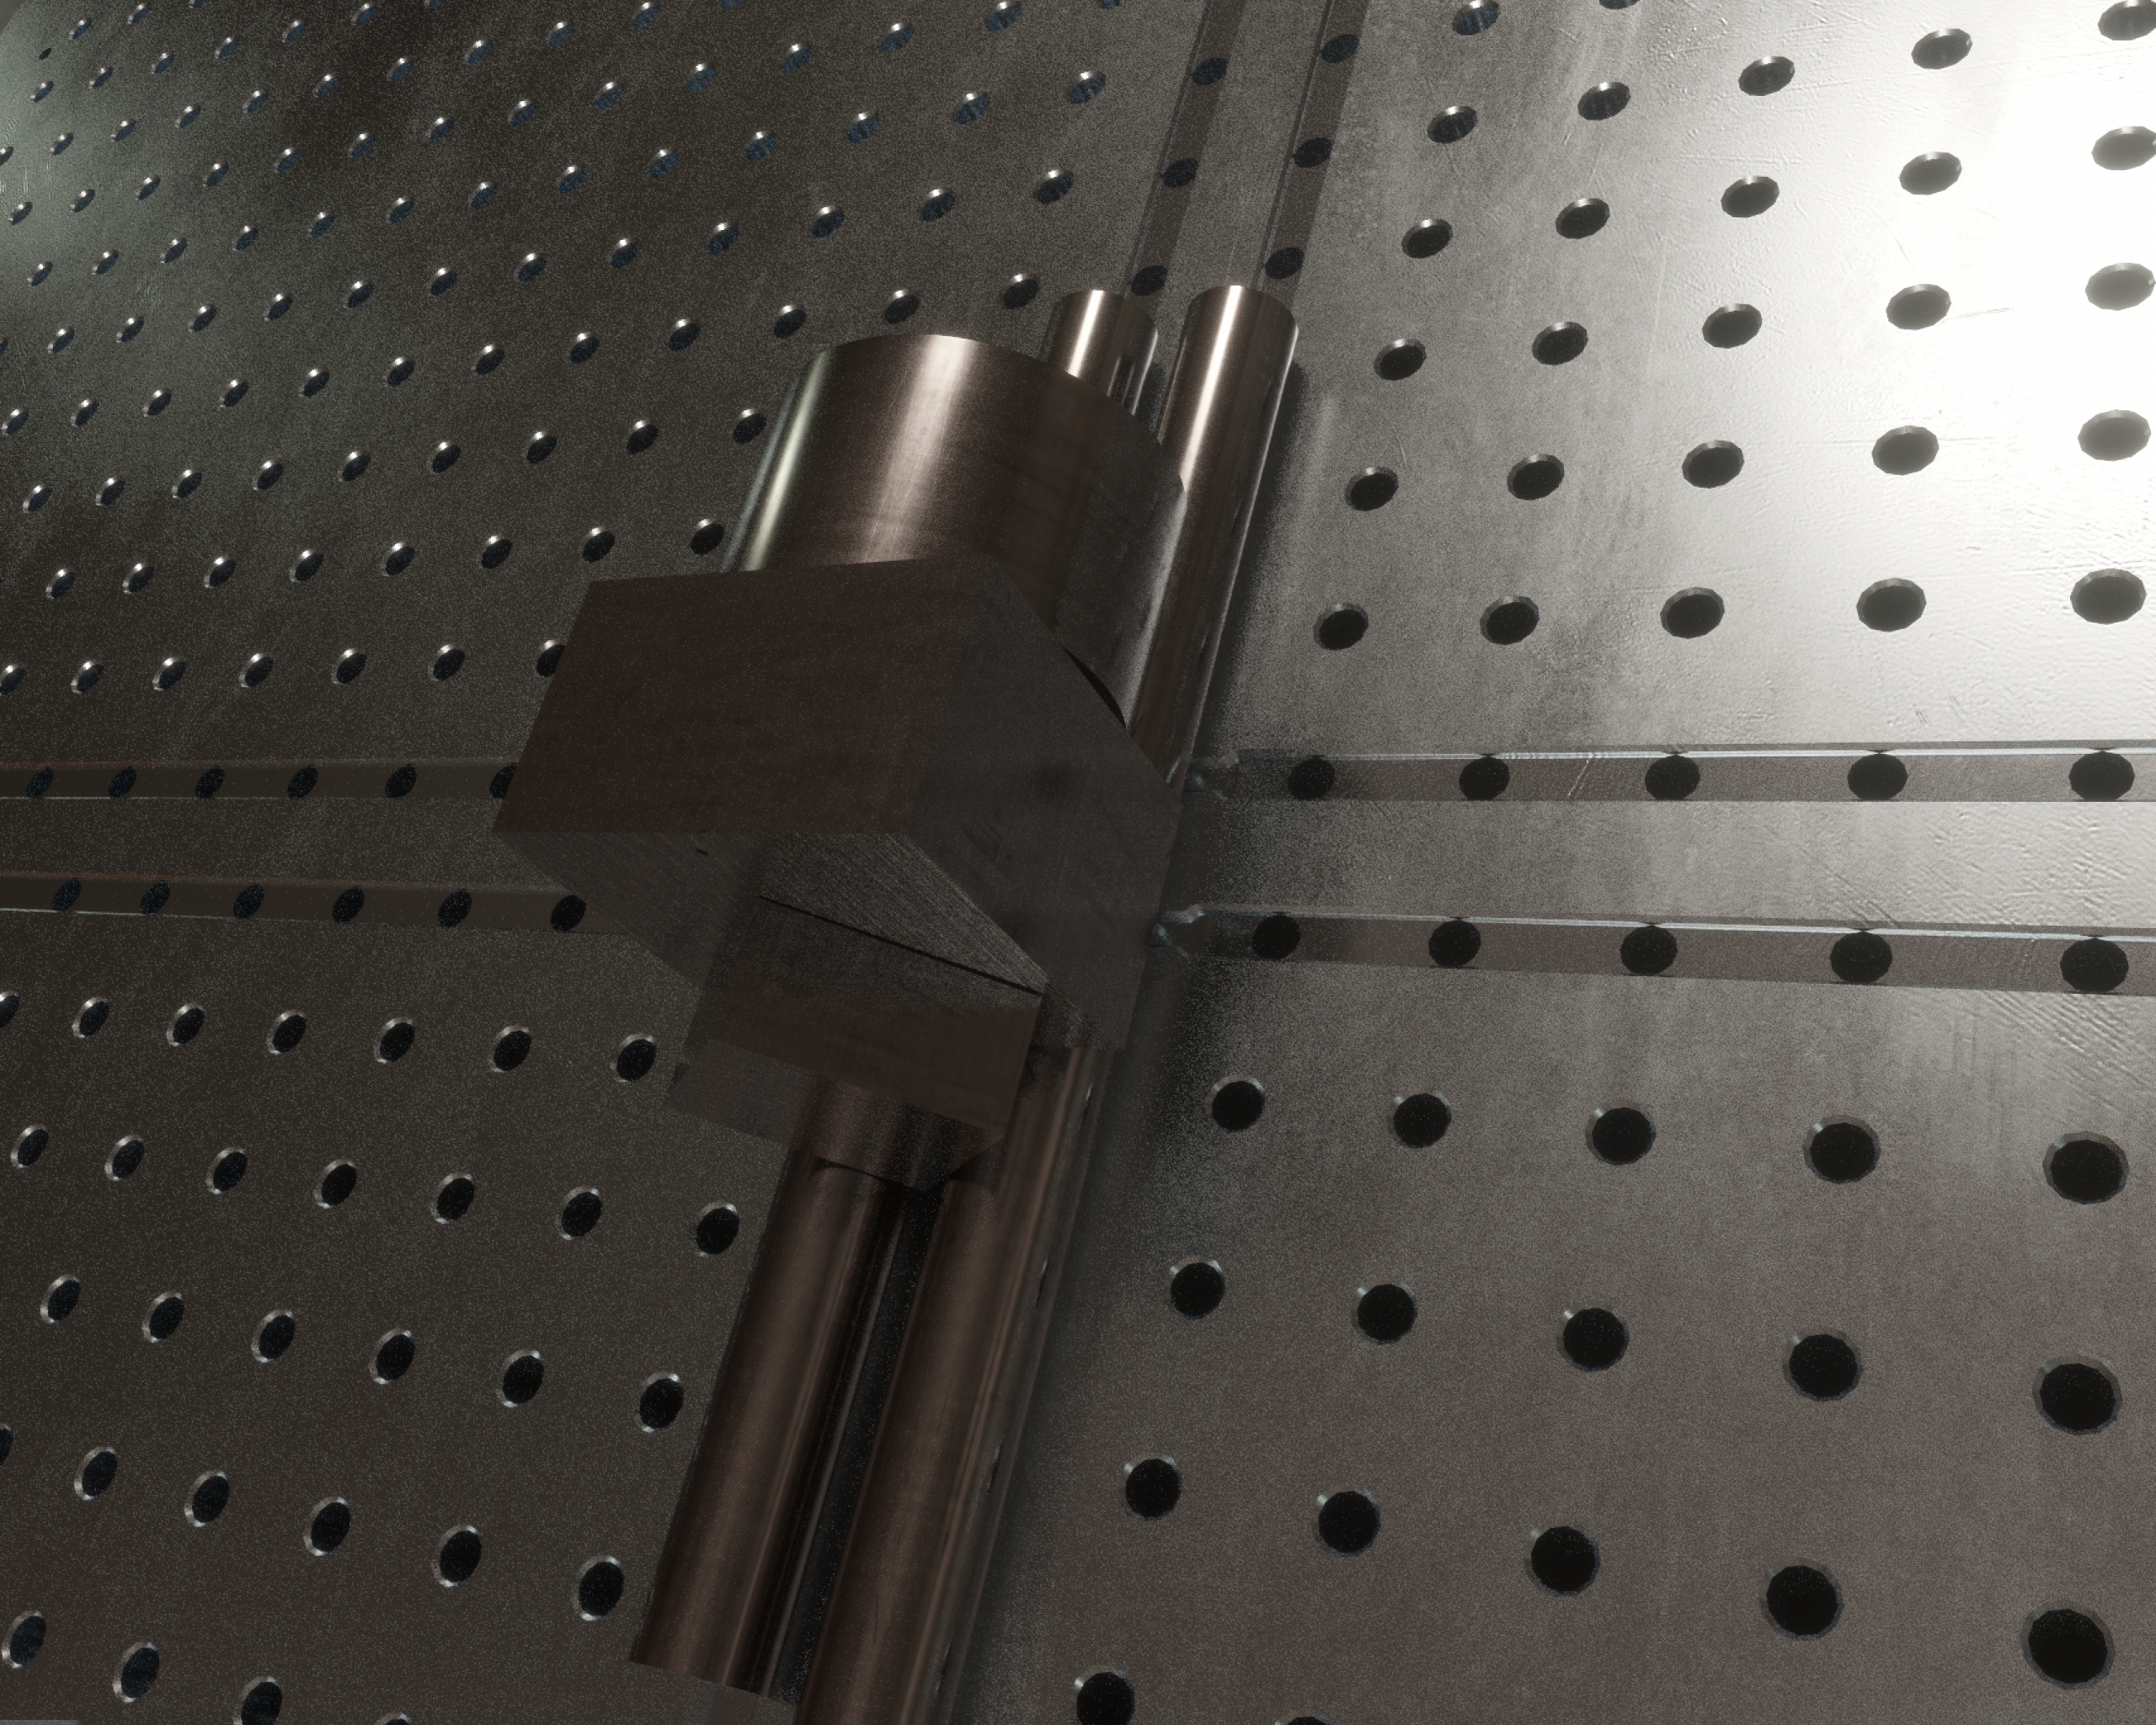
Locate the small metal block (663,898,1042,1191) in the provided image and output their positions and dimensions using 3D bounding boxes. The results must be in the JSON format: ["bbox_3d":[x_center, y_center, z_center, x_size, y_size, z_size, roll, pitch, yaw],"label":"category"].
[{"bbox_3d":[-0.040,0.033,0.362,0.050,0.050,0.025,20,65,-12],"label":"small metal block"}]

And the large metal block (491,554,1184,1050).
[{"bbox_3d":[-0.038,-0.008,0.365,0.080,0.080,0.050,0,62,28],"label":"large metal block"}]

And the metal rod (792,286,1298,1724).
[{"bbox_3d":[0.001,0.012,0.400,0.025,0.025,0.300,1,62,28],"label":"metal rod"}]

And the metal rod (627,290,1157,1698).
[{"bbox_3d":[-0.029,0.008,0.419,0.025,0.025,0.300,1,62,28],"label":"metal rod"}]

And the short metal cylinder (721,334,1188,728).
[{"bbox_3d":[-0.024,-0.052,0.389,0.080,0.080,0.050,1,62,28],"label":"short metal cylinder"}]
